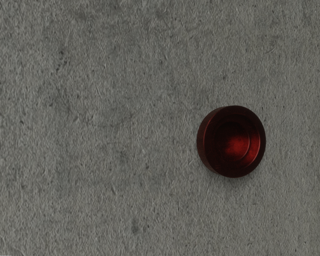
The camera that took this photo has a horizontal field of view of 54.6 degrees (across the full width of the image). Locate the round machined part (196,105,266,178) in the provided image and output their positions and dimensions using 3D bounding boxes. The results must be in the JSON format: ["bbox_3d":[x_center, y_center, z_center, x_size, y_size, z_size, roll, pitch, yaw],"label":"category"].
[{"bbox_3d":[0.095,0.018,0.435,0.099,0.042,0.097,0,90,-20],"label":"round machined part"}]
